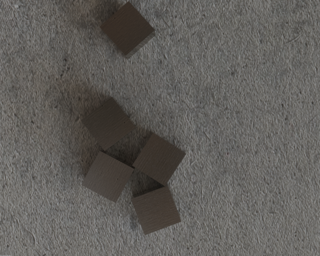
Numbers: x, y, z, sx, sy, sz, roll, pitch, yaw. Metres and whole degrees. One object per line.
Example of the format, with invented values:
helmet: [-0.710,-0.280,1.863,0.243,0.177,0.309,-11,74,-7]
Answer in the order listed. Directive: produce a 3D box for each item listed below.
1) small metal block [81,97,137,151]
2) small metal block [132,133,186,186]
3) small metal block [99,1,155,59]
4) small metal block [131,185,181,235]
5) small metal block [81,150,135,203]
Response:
small metal block: [-0.066,-0.005,0.409,0.050,0.025,0.050,-37,90,0]
small metal block: [-0.001,0.040,0.410,0.050,0.025,0.050,33,90,0]
small metal block: [-0.042,-0.128,0.409,0.050,0.025,0.050,-42,90,0]
small metal block: [-0.005,0.106,0.410,0.050,0.025,0.050,-21,90,0]
small metal block: [-0.067,0.063,0.409,0.050,0.025,0.050,28,90,0]
